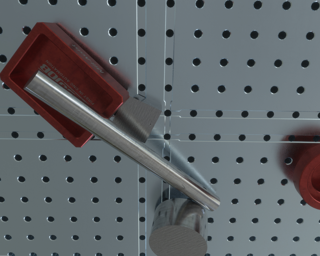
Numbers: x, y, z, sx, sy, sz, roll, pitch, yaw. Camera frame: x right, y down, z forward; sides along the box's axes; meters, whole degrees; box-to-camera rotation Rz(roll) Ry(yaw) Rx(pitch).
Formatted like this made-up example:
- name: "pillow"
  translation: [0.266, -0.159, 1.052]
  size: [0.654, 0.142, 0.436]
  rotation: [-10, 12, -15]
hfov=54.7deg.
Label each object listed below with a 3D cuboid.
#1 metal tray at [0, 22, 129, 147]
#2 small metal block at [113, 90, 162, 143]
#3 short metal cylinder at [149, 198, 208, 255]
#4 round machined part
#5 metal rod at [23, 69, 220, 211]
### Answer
- name: "metal tray"
  translation: [-0.115, -0.051, 0.376]
  size: [0.130, 0.030, 0.090]
  rotation: [43, 108, -5]
- name: "small metal block"
  translation: [-0.031, -0.015, 0.407]
  size: [0.050, 0.025, 0.050]
  rotation: [25, 108, -10]
- name: "short metal cylinder"
  translation: [0.028, 0.148, 0.445]
  size: [0.080, 0.050, 0.079]
  rotation: [4, 122, 7]
- name: "round machined part"
  translation: [0.234, 0.063, 0.431]
  size: [0.099, 0.042, 0.097]
  rotation: [0, 110, -1]
- name: "metal rod"
  translation: [-0.025, 0.031, 0.383]
  size: [0.025, 0.025, 0.301]
  rotation: [-44, 120, 14]
